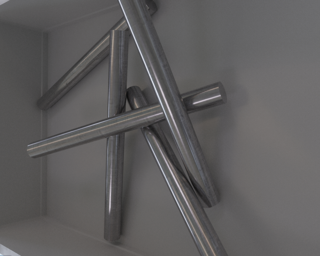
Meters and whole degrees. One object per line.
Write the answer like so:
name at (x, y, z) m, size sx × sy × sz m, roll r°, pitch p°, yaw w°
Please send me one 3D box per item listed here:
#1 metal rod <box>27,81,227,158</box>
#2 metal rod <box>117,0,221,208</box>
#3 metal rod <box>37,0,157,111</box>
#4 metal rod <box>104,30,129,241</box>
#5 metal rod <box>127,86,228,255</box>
metal rod at (-0.061, -0.002, 0.402) m, size 0.300 × 0.025 × 0.025 m, roll -16°, pitch 80°, yaw 26°
metal rod at (0.003, -0.049, 0.327) m, size 0.025 × 0.025 × 0.299 m, roll -11°, pitch 107°, yaw 39°
metal rod at (-0.118, -0.106, 0.504) m, size 0.299 × 0.025 × 0.025 m, roll -31°, pitch 71°, yaw 35°
metal rod at (-0.063, 0.019, 0.436) m, size 0.025 × 0.025 × 0.298 m, roll 14°, pitch 106°, yaw 39°
metal rod at (0.019, 0.061, 0.359) m, size 0.025 × 0.025 × 0.299 m, roll -49°, pitch 52°, yaw 29°
